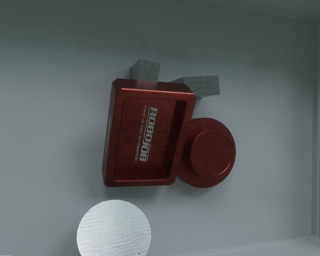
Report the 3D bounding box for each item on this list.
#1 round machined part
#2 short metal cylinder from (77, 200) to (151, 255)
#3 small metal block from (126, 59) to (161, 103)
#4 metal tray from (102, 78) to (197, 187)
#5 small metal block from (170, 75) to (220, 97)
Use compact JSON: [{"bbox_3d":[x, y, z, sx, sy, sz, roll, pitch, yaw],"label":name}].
[{"bbox_3d":[0.064,0.034,0.426,0.099,0.042,0.097,0,90,-21],"label":"round machined part"},{"bbox_3d":[-0.054,0.131,0.358,0.081,0.050,0.080,7,53,-9],"label":"short metal cylinder"},{"bbox_3d":[-0.022,-0.055,0.389,0.025,0.050,0.050,9,87,-18],"label":"small metal block"},{"bbox_3d":[-0.017,0.010,0.369,0.091,0.030,0.129,2,119,-19],"label":"metal tray"},{"bbox_3d":[0.045,-0.053,0.415,0.050,0.050,0.025,-6,93,-20],"label":"small metal block"}]
